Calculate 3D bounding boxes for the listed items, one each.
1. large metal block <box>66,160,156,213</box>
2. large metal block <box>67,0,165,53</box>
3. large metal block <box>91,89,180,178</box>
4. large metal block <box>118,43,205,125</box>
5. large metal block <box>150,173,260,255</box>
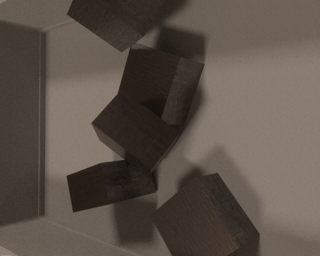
[{"bbox_3d":[-0.066,0.076,0.421,0.080,0.081,0.050,-23,76,40],"label":"large metal block"},{"bbox_3d":[-0.054,-0.140,0.362,0.050,0.080,0.080,-62,22,-12],"label":"large metal block"},{"bbox_3d":[-0.028,0.011,0.368,0.080,0.080,0.050,37,75,6],"label":"large metal block"},{"bbox_3d":[-0.002,-0.056,0.390,0.080,0.050,0.079,28,107,36],"label":"large metal block"},{"bbox_3d":[0.048,0.109,0.350,0.080,0.050,0.080,-47,62,29],"label":"large metal block"}]
